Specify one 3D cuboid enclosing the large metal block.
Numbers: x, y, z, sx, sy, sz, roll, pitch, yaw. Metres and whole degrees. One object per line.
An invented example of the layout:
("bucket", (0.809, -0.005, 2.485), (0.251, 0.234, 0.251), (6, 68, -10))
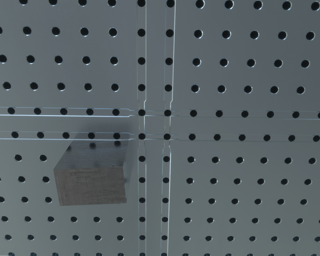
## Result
("large metal block", (-0.082, 0.056, 0.403), (0.081, 0.080, 0.050), (-2, 110, 0))
